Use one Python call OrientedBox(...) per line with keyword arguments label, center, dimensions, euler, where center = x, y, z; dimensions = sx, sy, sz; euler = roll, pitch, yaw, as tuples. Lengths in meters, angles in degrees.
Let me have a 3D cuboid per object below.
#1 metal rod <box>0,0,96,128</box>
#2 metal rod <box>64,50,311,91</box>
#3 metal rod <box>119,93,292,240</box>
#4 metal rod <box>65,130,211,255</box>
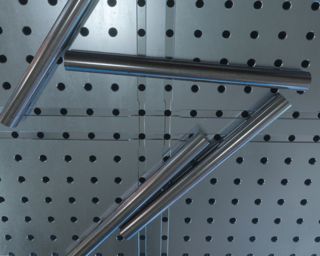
OrientedBox(label="metal rod", center=(-0.111, -0.121, 0.367), dimensions=(0.025, 0.025, 0.299), euler=(35, 106, -12))
OrientedBox(label="metal rod", center=(0.036, -0.071, 0.387), dimensions=(0.302, 0.025, 0.025), euler=(5, 110, -2))
OrientedBox(label="metal rod", center=(0.055, 0.061, 0.436), dimensions=(0.299, 0.025, 0.025), euler=(-42, 105, 13))
OrientedBox(label="metal rod", center=(-0.043, 0.114, 0.454), dimensions=(0.025, 0.025, 0.299), euler=(42, 104, -14))
